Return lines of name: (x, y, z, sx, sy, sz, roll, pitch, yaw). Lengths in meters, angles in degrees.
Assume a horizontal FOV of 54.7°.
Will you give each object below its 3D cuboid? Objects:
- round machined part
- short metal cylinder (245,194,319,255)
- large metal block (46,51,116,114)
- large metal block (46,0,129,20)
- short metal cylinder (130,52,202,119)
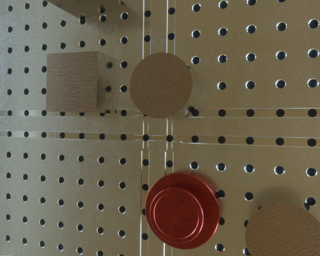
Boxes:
round machined part: (0.026, 0.106, 0.394, 0.098, 0.042, 0.097, 0, 90, 20)
short metal cylinder: (0.140, 0.119, 0.350, 0.080, 0.050, 0.080, 0, 90, 20)
large metal block: (-0.111, -0.062, 0.438, 0.080, 0.050, 0.080, 2, 91, 20)
large metal block: (-0.099, -0.193, 0.418, 0.080, 0.080, 0.050, -7, 88, 20)
short metal cylinder: (0.009, -0.051, 0.396, 0.080, 0.050, 0.080, 0, 90, 20)
